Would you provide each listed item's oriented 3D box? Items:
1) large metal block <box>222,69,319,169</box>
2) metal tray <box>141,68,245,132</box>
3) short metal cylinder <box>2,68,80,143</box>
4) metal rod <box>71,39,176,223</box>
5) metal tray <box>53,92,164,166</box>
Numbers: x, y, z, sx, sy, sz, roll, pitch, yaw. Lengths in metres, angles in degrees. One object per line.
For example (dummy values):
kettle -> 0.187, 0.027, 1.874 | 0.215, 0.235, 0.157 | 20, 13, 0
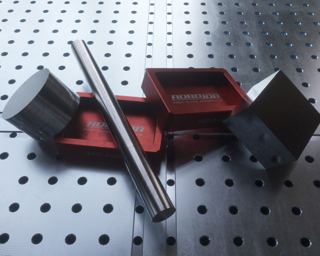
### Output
large metal block -> 0.138, -0.010, 0.378 | 0.080, 0.050, 0.080 | 47, 60, -3
metal tray -> 0.051, -0.042, 0.415 | 0.131, 0.030, 0.090 | -5, 48, -26
short metal cylinder -> -0.149, -0.029, 0.391 | 0.080, 0.050, 0.080 | -25, 40, 24
metal rod -> -0.060, -0.020, 0.385 | 0.025, 0.025, 0.300 | -20, 53, -16
metal tray -> -0.059, -0.001, 0.404 | 0.131, 0.030, 0.090 | 5, 50, 4
